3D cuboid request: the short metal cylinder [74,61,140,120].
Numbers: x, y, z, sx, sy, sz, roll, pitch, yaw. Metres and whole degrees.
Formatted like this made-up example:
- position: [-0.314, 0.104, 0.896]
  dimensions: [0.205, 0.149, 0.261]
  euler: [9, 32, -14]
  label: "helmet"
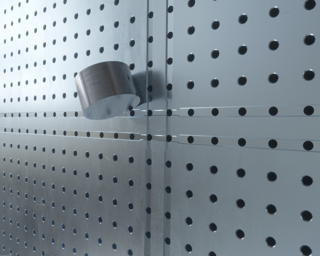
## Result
- position: [-0.074, -0.051, 0.434]
  dimensions: [0.080, 0.081, 0.050]
  euler: [-30, 71, 36]
  label: "short metal cylinder"
